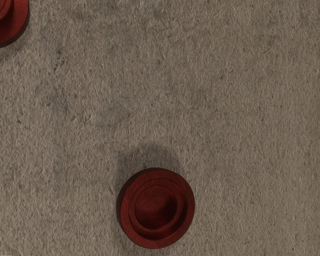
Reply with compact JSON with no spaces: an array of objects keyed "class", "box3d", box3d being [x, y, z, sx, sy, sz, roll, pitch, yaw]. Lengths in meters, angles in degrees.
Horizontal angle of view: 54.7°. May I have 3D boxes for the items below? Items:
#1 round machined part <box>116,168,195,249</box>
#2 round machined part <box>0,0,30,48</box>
[{"class":"round machined part","box3d":[-0.008,0.099,0.398,0.099,0.042,0.097,0,90,-21]},{"class":"round machined part","box3d":[-0.193,-0.136,0.329,0.099,0.042,0.097,0,90,-21]}]
